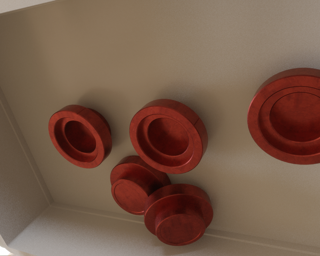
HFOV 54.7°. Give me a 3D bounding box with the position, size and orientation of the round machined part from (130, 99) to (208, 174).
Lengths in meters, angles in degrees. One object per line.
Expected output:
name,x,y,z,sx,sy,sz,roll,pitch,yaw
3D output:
round machined part,0.014,0.007,0.394,0.098,0.042,0.097,13,124,21

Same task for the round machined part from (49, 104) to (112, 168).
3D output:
round machined part,-0.113,0.009,0.463,0.098,0.042,0.097,13,124,21

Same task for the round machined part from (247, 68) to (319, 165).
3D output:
round machined part,0.143,-0.015,0.313,0.098,0.042,0.097,13,124,21

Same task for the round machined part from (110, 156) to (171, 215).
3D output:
round machined part,-0.035,0.094,0.474,0.098,0.042,0.097,13,124,21

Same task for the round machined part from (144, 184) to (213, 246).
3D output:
round machined part,0.027,0.128,0.436,0.099,0.042,0.097,-3,124,-4
